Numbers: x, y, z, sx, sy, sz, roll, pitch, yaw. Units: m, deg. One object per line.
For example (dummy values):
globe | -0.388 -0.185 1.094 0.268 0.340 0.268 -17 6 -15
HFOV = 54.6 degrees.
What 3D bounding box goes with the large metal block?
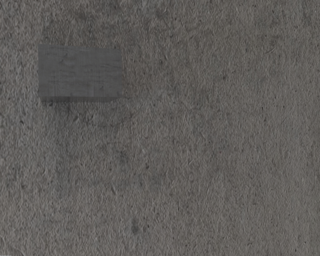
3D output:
large metal block | -0.091 -0.056 0.346 0.081 0.080 0.050 -1 91 -20
